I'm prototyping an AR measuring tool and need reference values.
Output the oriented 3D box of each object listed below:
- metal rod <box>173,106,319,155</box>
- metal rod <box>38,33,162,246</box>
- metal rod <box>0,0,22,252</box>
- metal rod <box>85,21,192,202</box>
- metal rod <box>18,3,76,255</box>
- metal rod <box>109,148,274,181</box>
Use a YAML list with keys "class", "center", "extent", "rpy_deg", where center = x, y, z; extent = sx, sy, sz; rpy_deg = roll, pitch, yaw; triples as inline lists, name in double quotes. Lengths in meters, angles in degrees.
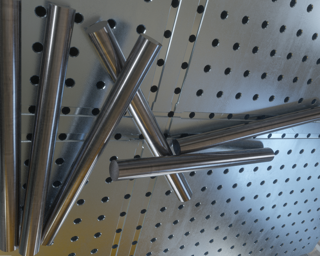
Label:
- class: "metal rod"
  center: [0.161, -0.001, 0.497]
  extent: [0.302, 0.025, 0.025]
  rpy_deg: [-12, 124, -22]
- class: "metal rod"
  center: [-0.082, 0.030, 0.364]
  extent: [0.025, 0.025, 0.298]
  rpy_deg: [16, 116, -35]
- class: "metal rod"
  center: [-0.163, 0.018, 0.332]
  extent: [0.025, 0.025, 0.298]
  rpy_deg: [-2, 119, -28]
- class: "metal rod"
  center: [-0.012, 0.003, 0.405]
  extent: [0.025, 0.025, 0.299]
  rpy_deg: [-32, 129, -7]
- class: "metal rod"
  center: [-0.129, 0.020, 0.343]
  extent: [0.025, 0.025, 0.298]
  rpy_deg: [3, 114, -30]
- class: "metal rod"
  center: [0.068, 0.048, 0.453]
  extent: [0.302, 0.025, 0.025]
  rpy_deg: [-1, 119, -36]
